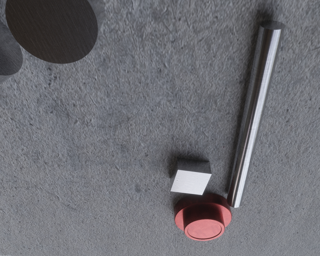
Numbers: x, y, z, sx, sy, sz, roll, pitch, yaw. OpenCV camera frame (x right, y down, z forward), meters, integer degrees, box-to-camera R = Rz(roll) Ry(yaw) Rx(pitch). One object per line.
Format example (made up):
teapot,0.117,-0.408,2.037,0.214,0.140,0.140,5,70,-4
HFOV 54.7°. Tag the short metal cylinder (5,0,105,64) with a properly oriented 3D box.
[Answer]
short metal cylinder,-0.096,-0.109,0.297,0.081,0.050,0.079,0,130,0

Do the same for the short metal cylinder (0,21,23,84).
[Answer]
short metal cylinder,-0.187,-0.075,0.305,0.050,0.080,0.080,-28,125,21

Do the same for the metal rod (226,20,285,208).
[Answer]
metal rod,0.119,0.008,0.414,0.025,0.025,0.298,-1,130,1

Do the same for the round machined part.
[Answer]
round machined part,0.074,0.157,0.531,0.099,0.042,0.097,0,130,0

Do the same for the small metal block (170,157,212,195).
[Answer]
small metal block,0.045,0.074,0.470,0.050,0.025,0.050,8,130,-8
